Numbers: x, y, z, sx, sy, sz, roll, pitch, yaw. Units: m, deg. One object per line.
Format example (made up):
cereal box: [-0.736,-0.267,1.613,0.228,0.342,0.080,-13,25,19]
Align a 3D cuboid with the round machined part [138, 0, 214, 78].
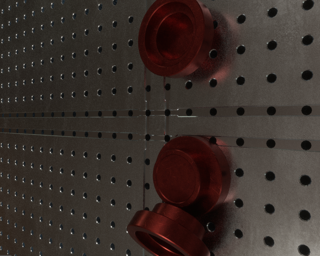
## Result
round machined part: [0.023,-0.109,0.378,0.098,0.042,0.097,0,90,39]

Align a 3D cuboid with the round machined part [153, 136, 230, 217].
round machined part: [0.030,0.058,0.372,0.098,0.042,0.097,0,90,39]

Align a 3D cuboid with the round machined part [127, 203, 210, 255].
round machined part: [0.014,0.125,0.363,0.098,0.042,0.097,24,147,17]
